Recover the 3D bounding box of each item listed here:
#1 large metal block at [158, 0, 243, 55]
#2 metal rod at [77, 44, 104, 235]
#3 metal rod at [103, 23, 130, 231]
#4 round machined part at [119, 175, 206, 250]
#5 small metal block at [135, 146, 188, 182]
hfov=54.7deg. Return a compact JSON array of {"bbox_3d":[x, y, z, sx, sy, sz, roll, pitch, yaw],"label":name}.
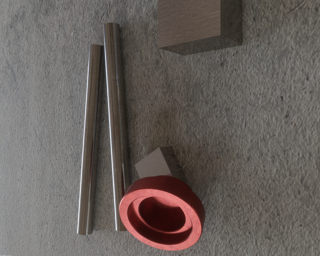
[{"bbox_3d":[0.045,-0.132,0.350,0.080,0.050,0.079,0,90,39],"label":"large metal block"},{"bbox_3d":[-0.109,0.020,0.492,0.025,0.025,0.298,8,95,39],"label":"metal rod"},{"bbox_3d":[-0.062,-0.004,0.453,0.025,0.025,0.298,-7,86,39],"label":"metal rod"},{"bbox_3d":[0.005,0.095,0.368,0.098,0.042,0.097,8,122,14],"label":"round machined part"},{"bbox_3d":[0.000,0.058,0.403,0.050,0.025,0.050,-38,67,33],"label":"small metal block"}]
